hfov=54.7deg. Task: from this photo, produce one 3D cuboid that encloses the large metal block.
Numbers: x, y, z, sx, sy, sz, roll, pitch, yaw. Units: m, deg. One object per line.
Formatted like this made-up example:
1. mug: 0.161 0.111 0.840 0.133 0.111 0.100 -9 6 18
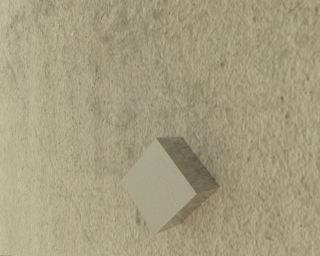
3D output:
1. large metal block: 0.011 0.068 0.378 0.080 0.050 0.080 -51 60 27
